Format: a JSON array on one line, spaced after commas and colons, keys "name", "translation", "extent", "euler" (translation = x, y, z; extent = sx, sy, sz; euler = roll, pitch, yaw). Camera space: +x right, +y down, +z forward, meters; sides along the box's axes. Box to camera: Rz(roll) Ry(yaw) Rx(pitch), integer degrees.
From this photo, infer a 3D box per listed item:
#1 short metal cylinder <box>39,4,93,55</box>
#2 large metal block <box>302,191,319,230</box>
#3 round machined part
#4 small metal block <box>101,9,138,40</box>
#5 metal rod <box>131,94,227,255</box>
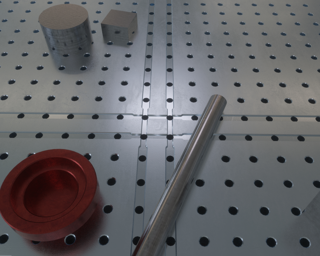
[{"name": "short metal cylinder", "translation": [-0.160, -0.170, 0.533], "extent": [0.081, 0.050, 0.080], "euler": [0, 50, 0]}, {"name": "large metal block", "translation": [0.206, 0.069, 0.316], "extent": [0.081, 0.080, 0.050], "euler": [-26, 55, -20]}, {"name": "round machined part", "translation": [-0.115, 0.074, 0.334], "extent": [0.099, 0.042, 0.098], "euler": [0, 50, 0]}, {"name": "small metal block", "translation": [-0.073, -0.190, 0.567], "extent": [0.050, 0.025, 0.050], "euler": [12, 51, 10]}, {"name": "metal rod", "translation": [0.021, 0.066, 0.351], "extent": [0.025, 0.025, 0.301], "euler": [19, 52, 15]}]
